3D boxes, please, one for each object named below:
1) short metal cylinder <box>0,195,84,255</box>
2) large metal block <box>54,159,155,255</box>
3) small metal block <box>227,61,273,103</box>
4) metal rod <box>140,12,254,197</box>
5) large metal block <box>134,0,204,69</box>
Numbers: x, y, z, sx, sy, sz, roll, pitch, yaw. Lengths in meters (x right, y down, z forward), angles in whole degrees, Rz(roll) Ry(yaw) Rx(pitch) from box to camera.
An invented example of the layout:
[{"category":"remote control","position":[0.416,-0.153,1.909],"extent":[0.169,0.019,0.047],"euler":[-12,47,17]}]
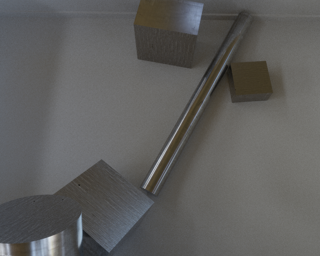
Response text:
[{"category":"short metal cylinder","position":[-0.108,0.097,0.265],"extent":[0.081,0.080,0.050],"euler":[1,103,0]},{"category":"large metal block","position":[-0.067,0.094,0.342],"extent":[0.080,0.050,0.080],"euler":[37,39,12]},{"category":"small metal block","position":[0.125,-0.065,0.435],"extent":[0.050,0.025,0.050],"euler":[-4,70,-2]},{"category":"metal rod","position":[0.058,-0.044,0.426],"extent":[0.025,0.025,0.300],"euler":[27,72,9]},{"category":"large metal block","position":[0.011,-0.131,0.429],"extent":[0.080,0.080,0.050],"euler":[11,71,3]}]
